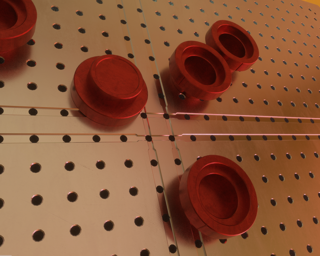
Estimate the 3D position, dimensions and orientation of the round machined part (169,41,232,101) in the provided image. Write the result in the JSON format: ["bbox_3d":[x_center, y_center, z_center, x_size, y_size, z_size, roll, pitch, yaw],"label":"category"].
[{"bbox_3d":[0.057,-0.083,0.478,0.099,0.042,0.098,13,56,-21],"label":"round machined part"}]

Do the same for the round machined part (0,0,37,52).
[{"bbox_3d":[-0.201,-0.129,0.368,0.099,0.042,0.098,13,56,-21],"label":"round machined part"}]

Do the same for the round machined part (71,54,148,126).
[{"bbox_3d":[-0.060,-0.055,0.398,0.099,0.042,0.098,13,56,-21],"label":"round machined part"}]

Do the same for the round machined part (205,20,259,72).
[{"bbox_3d":[0.121,-0.139,0.546,0.099,0.042,0.098,13,56,-21],"label":"round machined part"}]

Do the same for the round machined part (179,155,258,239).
[{"bbox_3d":[0.067,0.086,0.380,0.099,0.042,0.098,13,56,-21],"label":"round machined part"}]
